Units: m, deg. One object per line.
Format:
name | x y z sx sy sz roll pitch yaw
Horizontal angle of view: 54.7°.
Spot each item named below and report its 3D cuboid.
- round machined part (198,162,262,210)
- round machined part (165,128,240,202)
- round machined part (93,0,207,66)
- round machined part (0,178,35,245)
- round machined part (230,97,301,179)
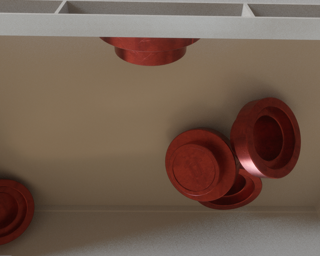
round machined part | 0.098 0.077 0.464 0.099 0.042 0.097 0 130 0
round machined part | 0.051 0.050 0.406 0.098 0.042 0.097 4 99 25
round machined part | -0.009 -0.091 0.283 0.099 0.098 0.042 1 130 -1
round machined part | -0.251 0.127 0.478 0.042 0.098 0.098 -4 141 49
round machined part | 0.127 0.013 0.386 0.098 0.098 0.042 33 159 -25
